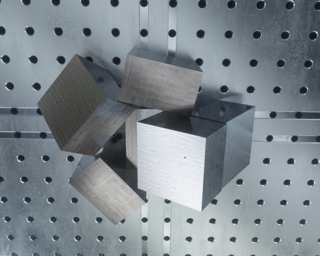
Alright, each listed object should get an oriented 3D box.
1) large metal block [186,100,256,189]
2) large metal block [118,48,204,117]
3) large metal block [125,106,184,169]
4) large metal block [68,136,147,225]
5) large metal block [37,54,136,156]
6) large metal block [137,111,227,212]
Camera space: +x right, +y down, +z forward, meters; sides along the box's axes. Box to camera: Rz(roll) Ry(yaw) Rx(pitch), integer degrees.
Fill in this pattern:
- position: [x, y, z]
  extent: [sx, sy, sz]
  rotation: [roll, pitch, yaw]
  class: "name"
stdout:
- position: [0.074, 0.016, 0.382]
  extent: [0.050, 0.081, 0.079]
  rotation: [14, 114, 35]
  class: "large metal block"
- position: [0.001, -0.057, 0.363]
  extent: [0.080, 0.080, 0.050]
  rotation: [12, 110, -4]
  class: "large metal block"
- position: [-0.001, 0.007, 0.402]
  extent: [0.080, 0.050, 0.079]
  rotation: [1, 110, -1]
  class: "large metal block"
- position: [-0.062, 0.063, 0.405]
  extent: [0.050, 0.080, 0.080]
  rotation: [-38, 106, 12]
  class: "large metal block"
- position: [-0.089, -0.026, 0.367]
  extent: [0.080, 0.080, 0.050]
  rotation: [-47, 148, 15]
  class: "large metal block"
- position: [0.023, 0.032, 0.338]
  extent: [0.080, 0.050, 0.079]
  rotation: [13, 113, 31]
  class: "large metal block"
